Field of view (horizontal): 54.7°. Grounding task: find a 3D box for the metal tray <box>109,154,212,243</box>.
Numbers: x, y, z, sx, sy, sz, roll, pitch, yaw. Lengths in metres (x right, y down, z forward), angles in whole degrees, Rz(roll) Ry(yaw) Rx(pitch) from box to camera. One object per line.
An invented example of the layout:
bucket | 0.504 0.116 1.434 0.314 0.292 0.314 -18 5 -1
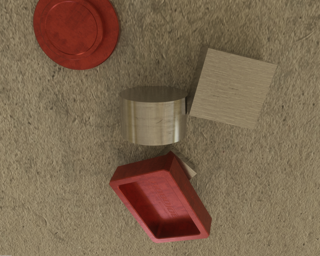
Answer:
metal tray | 0.003 0.101 0.420 0.090 0.030 0.130 -17 119 27

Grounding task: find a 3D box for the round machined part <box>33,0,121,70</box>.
round machined part | -0.097 -0.115 0.357 0.099 0.042 0.097 0 110 -1

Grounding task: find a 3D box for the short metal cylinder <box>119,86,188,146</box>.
short metal cylinder | -0.008 -0.018 0.374 0.081 0.080 0.050 0 110 -1

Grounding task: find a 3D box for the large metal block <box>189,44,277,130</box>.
large metal block | 0.083 -0.051 0.379 0.081 0.050 0.079 12 110 -5

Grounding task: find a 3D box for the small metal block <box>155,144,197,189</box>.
small metal block | 0.015 0.058 0.432 0.050 0.025 0.050 42 104 -14
